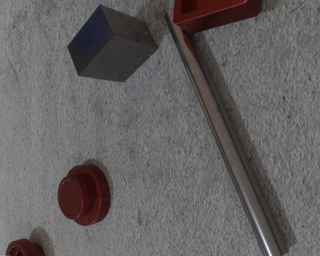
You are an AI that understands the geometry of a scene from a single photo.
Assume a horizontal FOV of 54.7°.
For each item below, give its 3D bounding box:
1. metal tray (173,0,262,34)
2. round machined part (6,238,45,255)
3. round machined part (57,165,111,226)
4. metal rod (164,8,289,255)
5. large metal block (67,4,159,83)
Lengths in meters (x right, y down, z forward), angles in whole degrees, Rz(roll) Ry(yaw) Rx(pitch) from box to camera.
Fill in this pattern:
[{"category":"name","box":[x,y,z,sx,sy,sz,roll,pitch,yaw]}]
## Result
[{"category":"metal tray","box":[0.063,-0.177,0.336,0.090,0.030,0.129,-3,79,39]},{"category":"round machined part","box":[-0.261,0.267,0.609,0.098,0.042,0.097,0,90,40]},{"category":"round machined part","box":[-0.128,0.109,0.500,0.098,0.042,0.097,0,90,40]},{"category":"metal rod","box":[0.067,-0.009,0.349,0.025,0.025,0.299,-32,70,35]},{"category":"large metal block","box":[-0.064,-0.110,0.422,0.080,0.081,0.050,-37,67,34]}]
